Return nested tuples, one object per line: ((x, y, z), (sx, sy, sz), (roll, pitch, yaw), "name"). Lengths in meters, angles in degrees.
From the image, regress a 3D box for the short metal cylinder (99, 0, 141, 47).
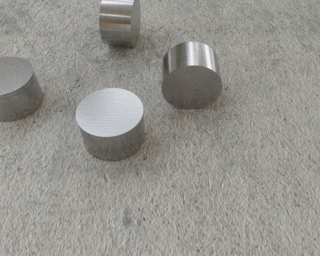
((-0.065, -0.178, 0.517), (0.050, 0.080, 0.080), (7, 50, 6), "short metal cylinder")

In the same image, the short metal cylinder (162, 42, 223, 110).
((0.043, -0.071, 0.427), (0.080, 0.080, 0.050), (1, 50, 0), "short metal cylinder")

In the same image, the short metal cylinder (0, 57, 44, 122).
((-0.211, -0.055, 0.431), (0.080, 0.050, 0.080), (0, 50, 0), "short metal cylinder")

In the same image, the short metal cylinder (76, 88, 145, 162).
((-0.060, -0.005, 0.390), (0.080, 0.050, 0.080), (0, 50, 0), "short metal cylinder")
